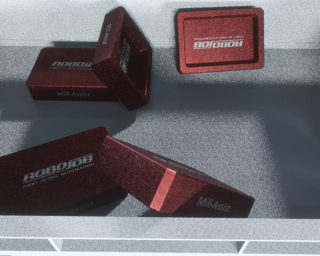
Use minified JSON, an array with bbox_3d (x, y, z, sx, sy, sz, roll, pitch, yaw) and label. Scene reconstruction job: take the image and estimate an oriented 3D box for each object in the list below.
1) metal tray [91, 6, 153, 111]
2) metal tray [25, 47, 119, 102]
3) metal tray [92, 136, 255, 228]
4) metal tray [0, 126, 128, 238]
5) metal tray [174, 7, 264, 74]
[{"bbox_3d":[-0.048,-0.101,0.444,0.030,0.090,0.130,-19,46,23],"label":"metal tray"},{"bbox_3d":[-0.122,-0.083,0.470,0.131,0.030,0.090,1,50,1],"label":"metal tray"},{"bbox_3d":[0.016,0.050,0.283,0.090,0.131,0.030,22,88,46],"label":"metal tray"},{"bbox_3d":[-0.111,0.056,0.354,0.131,0.030,0.090,-18,52,-15],"label":"metal tray"},{"bbox_3d":[0.091,-0.132,0.475,0.131,0.089,0.030,-5,10,-4],"label":"metal tray"}]
